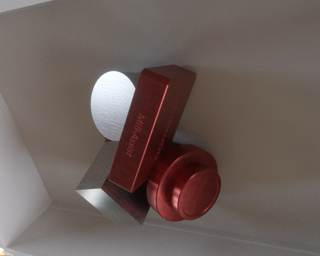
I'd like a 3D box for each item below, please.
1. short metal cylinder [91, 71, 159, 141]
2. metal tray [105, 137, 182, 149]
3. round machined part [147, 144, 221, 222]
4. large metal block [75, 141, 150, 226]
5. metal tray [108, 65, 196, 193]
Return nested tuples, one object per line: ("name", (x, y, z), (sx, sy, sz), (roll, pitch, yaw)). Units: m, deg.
("short metal cylinder", (-0.037, -0.027, 0.373), (0.080, 0.050, 0.079), (5, 99, 38))
("metal tray", (-0.014, 0.057, 0.443), (0.130, 0.030, 0.089), (16, 125, 18))
("round machined part", (0.036, 0.073, 0.380), (0.042, 0.099, 0.097), (29, 136, 49))
("large metal block", (-0.049, 0.071, 0.410), (0.050, 0.080, 0.080), (-13, 128, 39))
("metal tray", (-0.007, -0.003, 0.345), (0.030, 0.090, 0.129), (26, 112, 16))
